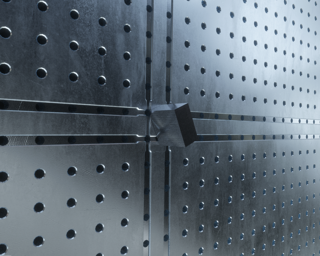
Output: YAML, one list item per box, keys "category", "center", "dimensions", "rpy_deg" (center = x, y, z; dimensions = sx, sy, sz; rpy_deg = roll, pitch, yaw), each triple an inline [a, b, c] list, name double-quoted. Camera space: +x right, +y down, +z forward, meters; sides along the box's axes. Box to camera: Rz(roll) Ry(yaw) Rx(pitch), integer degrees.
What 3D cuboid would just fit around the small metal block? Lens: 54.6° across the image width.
- category: "small metal block"
  center: [0.017, -0.004, 0.406]
  dimensions: [0.025, 0.050, 0.050]
  rpy_deg: [-28, 108, -36]
